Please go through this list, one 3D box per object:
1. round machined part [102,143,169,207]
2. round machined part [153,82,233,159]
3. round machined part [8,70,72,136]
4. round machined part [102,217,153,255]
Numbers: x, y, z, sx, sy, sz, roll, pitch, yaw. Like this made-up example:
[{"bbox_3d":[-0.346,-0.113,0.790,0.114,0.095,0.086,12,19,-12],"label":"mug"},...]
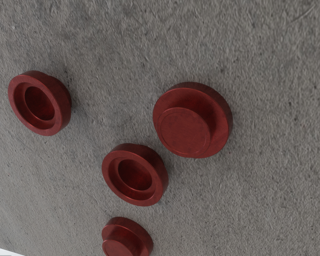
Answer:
[{"bbox_3d":[-0.032,0.063,0.452,0.098,0.042,0.097,13,124,21],"label":"round machined part"},{"bbox_3d":[0.035,-0.003,0.376,0.098,0.042,0.097,13,124,21],"label":"round machined part"},{"bbox_3d":[-0.173,-0.040,0.462,0.098,0.042,0.097,13,124,21],"label":"round machined part"},{"bbox_3d":[-0.065,0.213,0.562,0.098,0.042,0.097,13,124,21],"label":"round machined part"}]
